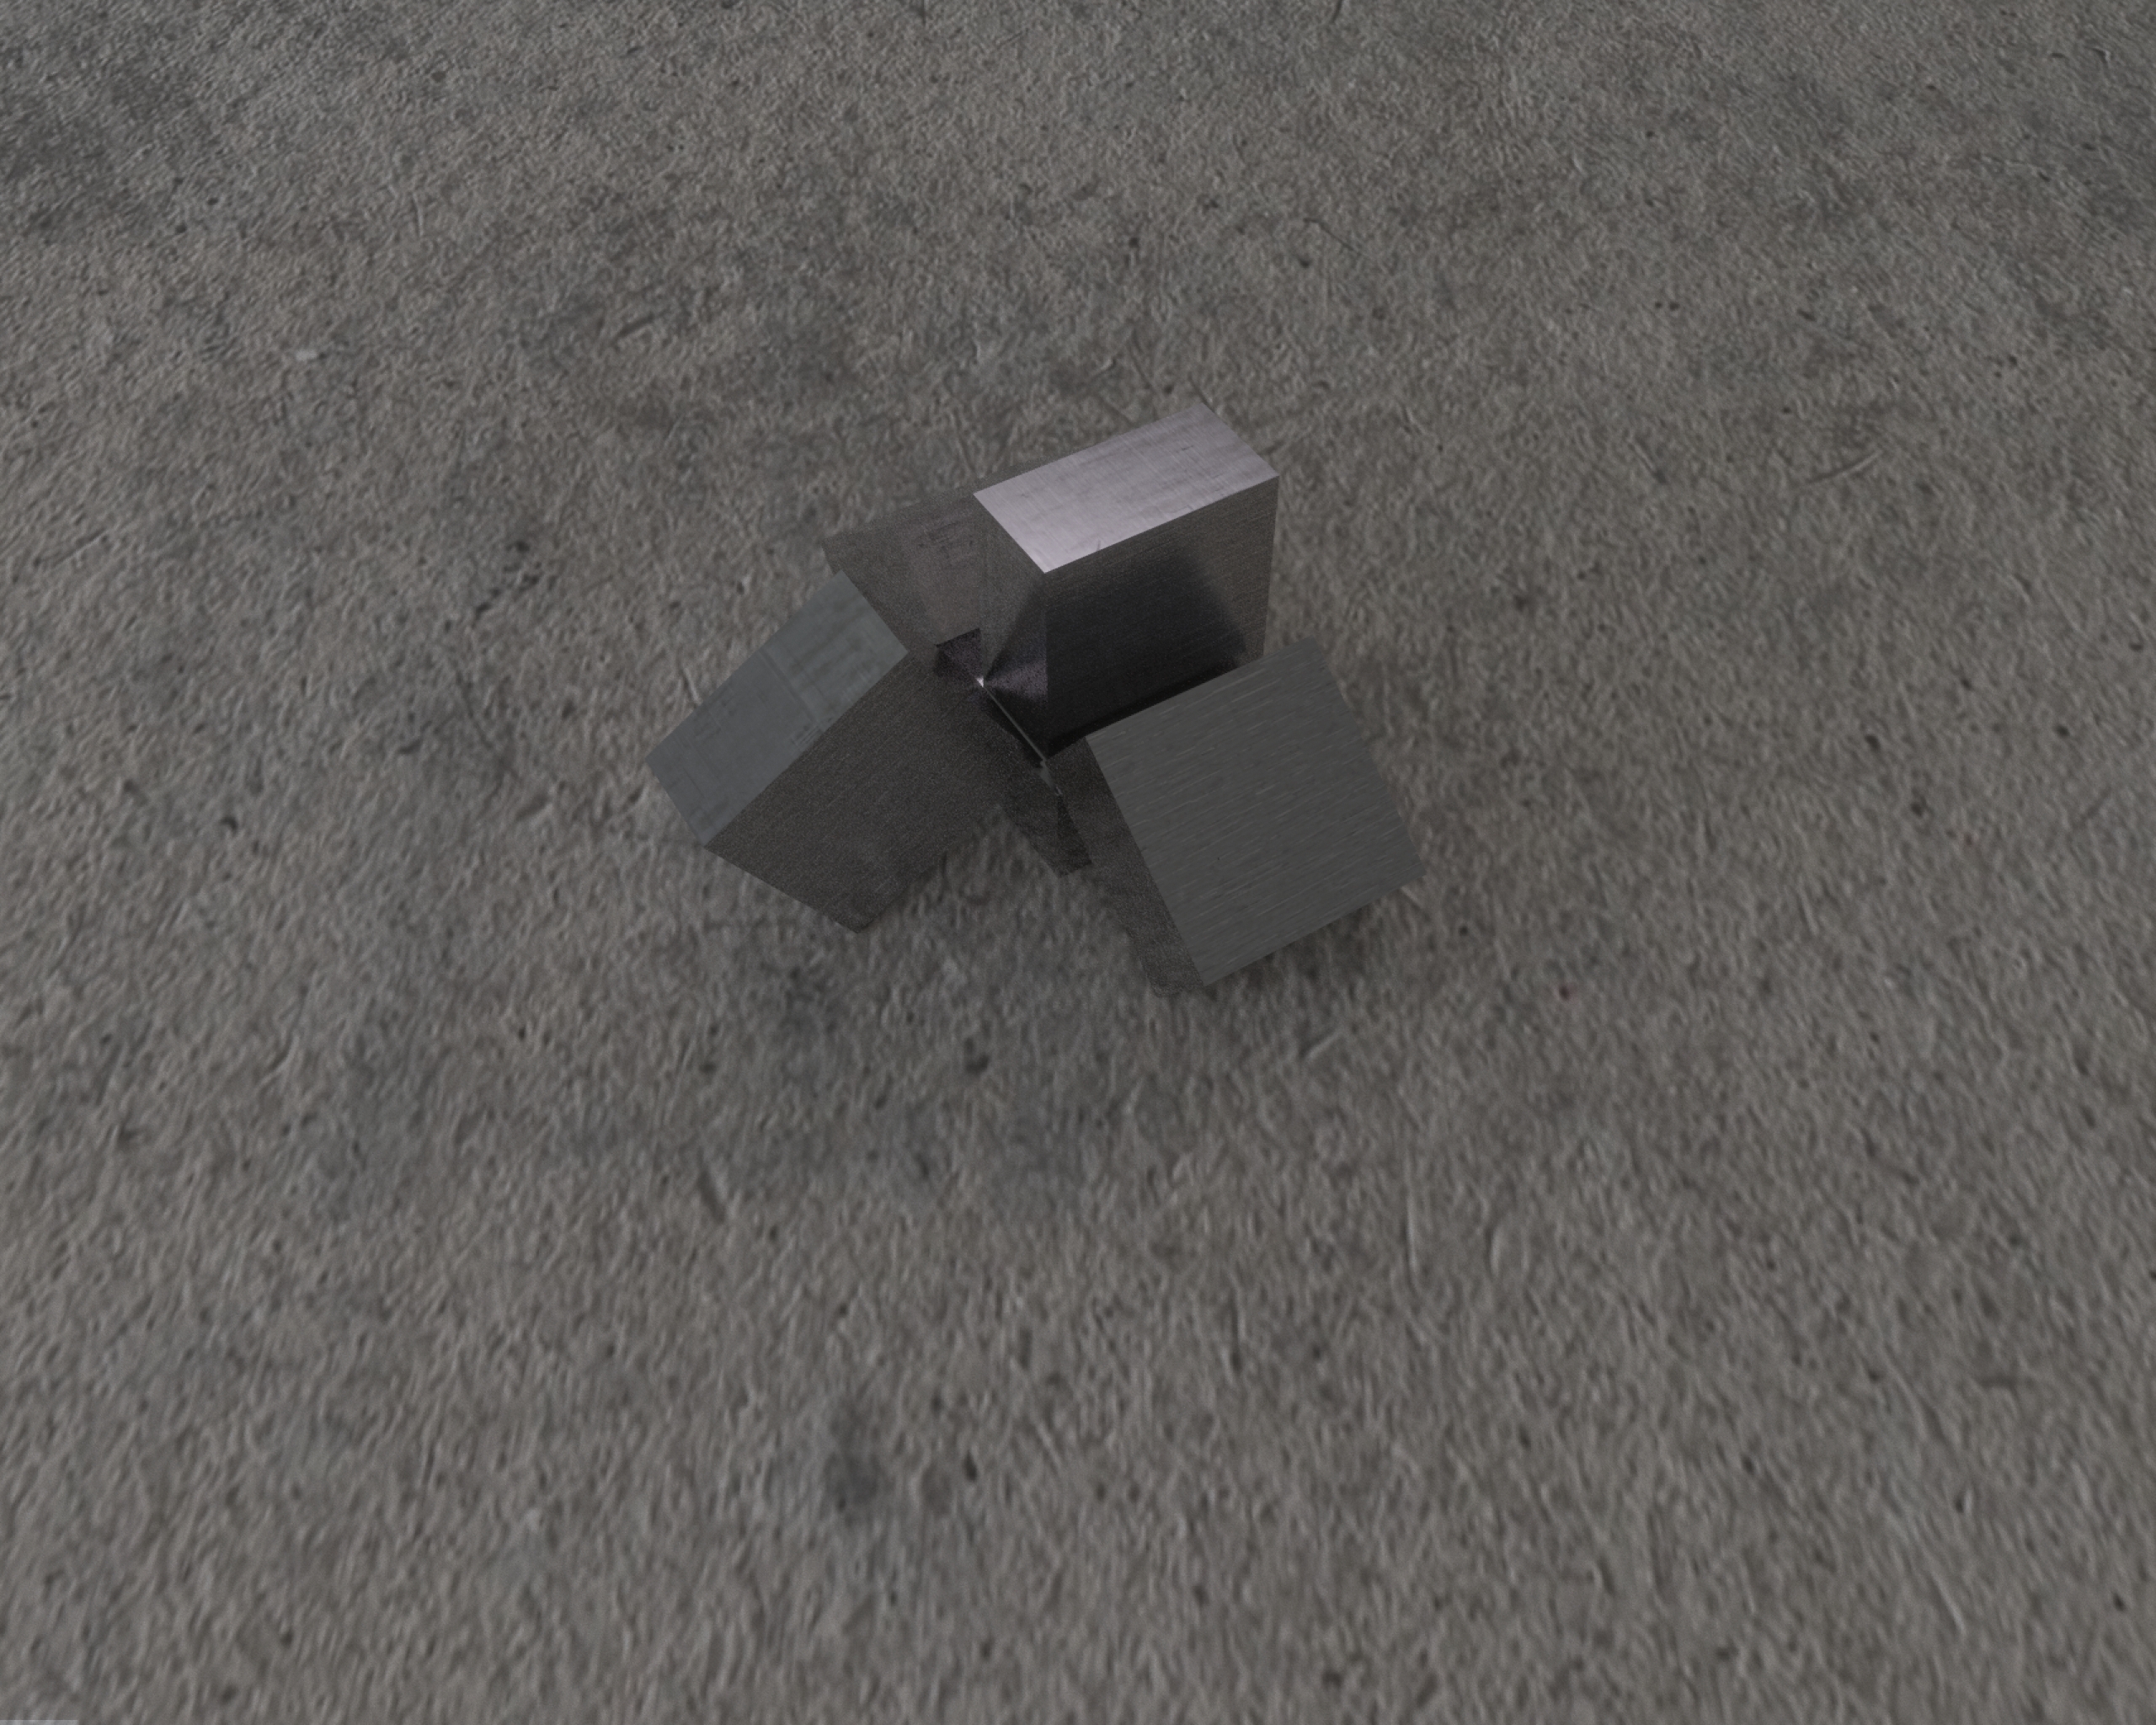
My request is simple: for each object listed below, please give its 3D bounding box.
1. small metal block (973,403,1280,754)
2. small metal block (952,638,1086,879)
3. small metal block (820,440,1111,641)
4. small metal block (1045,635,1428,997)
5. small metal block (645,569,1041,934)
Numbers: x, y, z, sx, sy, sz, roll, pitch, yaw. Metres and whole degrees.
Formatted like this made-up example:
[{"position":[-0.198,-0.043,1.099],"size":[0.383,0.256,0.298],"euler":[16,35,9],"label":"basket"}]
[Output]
[{"position":[0.009,-0.053,0.399],"size":[0.050,0.050,0.025],"euler":[-26,55,-20],"label":"small metal block"},{"position":[0.004,-0.031,0.429],"size":[0.050,0.025,0.050],"euler":[-25,55,-20],"label":"small metal block"},{"position":[-0.020,-0.067,0.442],"size":[0.050,0.025,0.050],"euler":[-25,14,-20],"label":"small metal block"},{"position":[0.030,-0.009,0.395],"size":[0.050,0.025,0.050],"euler":[-25,90,-20],"label":"small metal block"},{"position":[-0.043,-0.019,0.391],"size":[0.050,0.050,0.025],"euler":[-43,57,7],"label":"small metal block"}]
